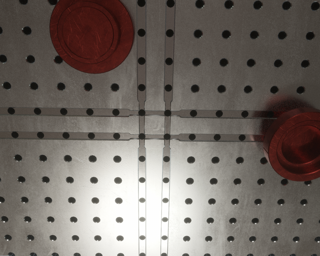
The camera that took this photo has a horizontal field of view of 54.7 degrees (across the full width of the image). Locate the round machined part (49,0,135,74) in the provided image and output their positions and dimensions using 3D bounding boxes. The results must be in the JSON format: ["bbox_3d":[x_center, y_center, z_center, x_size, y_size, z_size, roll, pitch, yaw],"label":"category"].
[{"bbox_3d":[-0.080,-0.112,0.362,0.099,0.042,0.097,0,110,-1],"label":"round machined part"}]

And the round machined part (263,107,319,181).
[{"bbox_3d":[0.187,0.019,0.414,0.099,0.042,0.097,0,110,-1],"label":"round machined part"}]
